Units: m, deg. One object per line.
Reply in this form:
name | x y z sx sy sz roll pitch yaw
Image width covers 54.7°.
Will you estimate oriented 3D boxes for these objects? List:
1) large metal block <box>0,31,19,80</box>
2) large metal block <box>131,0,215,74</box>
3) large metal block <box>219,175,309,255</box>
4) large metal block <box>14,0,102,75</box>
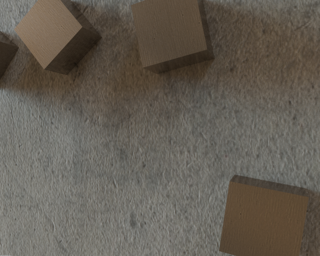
large metal block | -0.283 -0.114 0.477 0.050 0.080 0.080 39 102 15
large metal block | 0.017 -0.120 0.389 0.080 0.050 0.080 -12 86 19
large metal block | 0.117 0.104 0.354 0.080 0.050 0.079 9 93 19
large metal block | -0.146 -0.136 0.446 0.080 0.050 0.080 -42 77 15
